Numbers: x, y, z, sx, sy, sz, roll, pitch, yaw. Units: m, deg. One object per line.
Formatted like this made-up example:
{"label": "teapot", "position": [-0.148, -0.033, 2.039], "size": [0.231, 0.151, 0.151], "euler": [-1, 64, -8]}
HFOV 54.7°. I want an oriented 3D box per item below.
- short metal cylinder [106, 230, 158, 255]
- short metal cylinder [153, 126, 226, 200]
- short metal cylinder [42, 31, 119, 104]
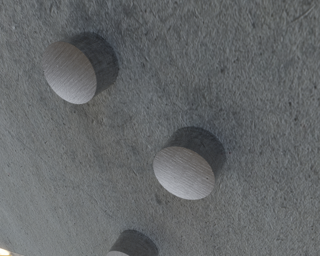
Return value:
{"label": "short metal cylinder", "position": [-0.050, 0.232, 0.561], "size": [0.080, 0.050, 0.079], "euler": [13, 124, 21]}
{"label": "short metal cylinder", "position": [0.038, 0.045, 0.398], "size": [0.080, 0.050, 0.079], "euler": [13, 124, 21]}
{"label": "short metal cylinder", "position": [-0.101, -0.077, 0.396], "size": [0.080, 0.050, 0.079], "euler": [13, 124, 21]}
